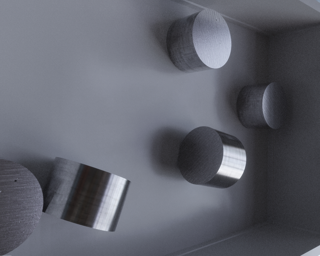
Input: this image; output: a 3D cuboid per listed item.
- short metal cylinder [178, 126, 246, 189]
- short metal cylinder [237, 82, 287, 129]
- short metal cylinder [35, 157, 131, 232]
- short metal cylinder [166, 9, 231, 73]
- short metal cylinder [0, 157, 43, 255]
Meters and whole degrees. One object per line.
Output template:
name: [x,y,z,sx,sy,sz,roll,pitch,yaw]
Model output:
short metal cylinder: [0.072,0.042,0.433,0.050,0.080,0.080,18,79,-39]
short metal cylinder: [0.180,-0.038,0.544,0.081,0.050,0.079,0,90,-40]
short metal cylinder: [-0.075,0.066,0.310,0.080,0.080,0.050,29,72,-37]
short metal cylinder: [0.056,-0.121,0.439,0.081,0.050,0.079,0,90,-40]
short metal cylinder: [-0.149,0.064,0.265,0.081,0.050,0.079,0,90,-39]
